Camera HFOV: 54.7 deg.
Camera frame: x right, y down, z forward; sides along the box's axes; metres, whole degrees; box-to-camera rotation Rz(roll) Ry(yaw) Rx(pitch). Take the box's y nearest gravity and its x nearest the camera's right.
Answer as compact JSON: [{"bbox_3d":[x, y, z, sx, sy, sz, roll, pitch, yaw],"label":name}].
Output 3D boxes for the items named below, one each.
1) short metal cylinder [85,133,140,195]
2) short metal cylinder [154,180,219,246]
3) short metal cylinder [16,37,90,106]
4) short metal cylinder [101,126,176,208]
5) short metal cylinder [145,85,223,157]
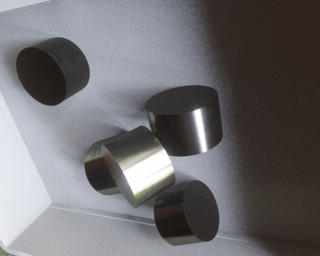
[{"bbox_3d":[-0.057,0.051,0.433,0.050,0.080,0.080,-18,109,35],"label":"short metal cylinder"},{"bbox_3d":[0.038,0.117,0.424,0.050,0.080,0.080,-24,105,36],"label":"short metal cylinder"},{"bbox_3d":[-0.143,-0.076,0.419,0.080,0.050,0.079,13,124,20],"label":"short metal cylinder"},{"bbox_3d":[-0.026,0.044,0.356,0.080,0.050,0.080,49,156,31],"label":"short metal cylinder"},{"bbox_3d":[0.028,-0.010,0.351,0.080,0.080,0.050,2,119,27],"label":"short metal cylinder"}]
